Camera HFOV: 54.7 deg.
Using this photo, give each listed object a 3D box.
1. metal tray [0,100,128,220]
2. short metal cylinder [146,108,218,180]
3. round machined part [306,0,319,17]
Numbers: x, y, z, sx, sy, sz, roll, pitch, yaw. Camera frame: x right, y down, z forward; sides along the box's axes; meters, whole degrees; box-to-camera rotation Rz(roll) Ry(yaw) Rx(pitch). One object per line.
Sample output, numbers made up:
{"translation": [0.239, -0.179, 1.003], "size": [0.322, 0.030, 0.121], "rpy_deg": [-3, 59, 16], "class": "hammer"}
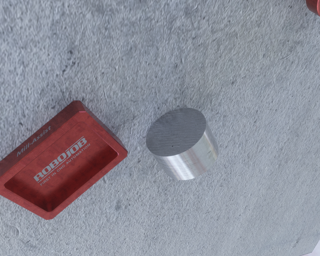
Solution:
{"translation": [-0.115, 0.041, 0.365], "size": [0.130, 0.030, 0.090], "rpy_deg": [-40, 130, -1], "class": "metal tray"}
{"translation": [0.029, 0.020, 0.400], "size": [0.080, 0.080, 0.050], "rpy_deg": [-35, 129, -5], "class": "short metal cylinder"}
{"translation": [0.223, -0.192, 0.388], "size": [0.099, 0.042, 0.097], "rpy_deg": [-21, 143, -17], "class": "round machined part"}
